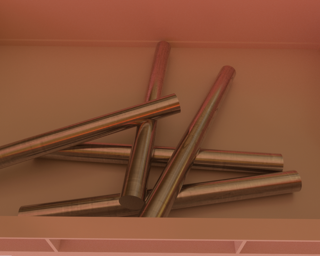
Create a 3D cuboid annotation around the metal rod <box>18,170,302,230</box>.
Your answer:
[{"bbox_3d":[0.006,0.077,0.338,0.302,0.025,0.025,-6,51,-6],"label":"metal rod"}]

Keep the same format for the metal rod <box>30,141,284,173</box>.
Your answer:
[{"bbox_3d":[-0.008,0.034,0.375,0.302,0.025,0.025,4,50,2],"label":"metal rod"}]

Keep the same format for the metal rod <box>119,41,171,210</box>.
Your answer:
[{"bbox_3d":[-0.011,-0.031,0.406,0.025,0.025,0.300,5,44,4],"label":"metal rod"}]

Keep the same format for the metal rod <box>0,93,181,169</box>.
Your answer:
[{"bbox_3d":[-0.122,0.015,0.356,0.302,0.025,0.025,-18,52,-8],"label":"metal rod"}]

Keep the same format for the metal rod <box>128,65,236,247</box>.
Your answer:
[{"bbox_3d":[0.044,0.006,0.373,0.025,0.025,0.301,19,45,15],"label":"metal rod"}]
